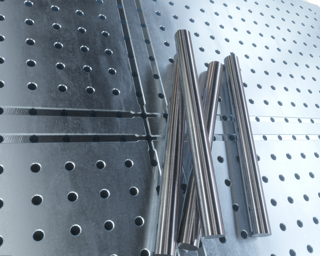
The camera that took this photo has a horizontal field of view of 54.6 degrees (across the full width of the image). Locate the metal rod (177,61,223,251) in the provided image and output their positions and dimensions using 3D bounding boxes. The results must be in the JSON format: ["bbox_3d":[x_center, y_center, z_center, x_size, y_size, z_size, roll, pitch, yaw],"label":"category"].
[{"bbox_3d":[0.062,0.014,0.431,0.025,0.025,0.300,25,53,-13],"label":"metal rod"}]

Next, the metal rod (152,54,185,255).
[{"bbox_3d":[0.020,0.012,0.410,0.025,0.025,0.300,19,54,-17],"label":"metal rod"}]

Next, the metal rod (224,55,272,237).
[{"bbox_3d":[0.127,0.008,0.470,0.025,0.025,0.300,13,56,-21],"label":"metal rod"}]

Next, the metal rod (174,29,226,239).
[{"bbox_3d":[0.046,-0.013,0.406,0.025,0.025,0.299,9,58,-24],"label":"metal rod"}]
